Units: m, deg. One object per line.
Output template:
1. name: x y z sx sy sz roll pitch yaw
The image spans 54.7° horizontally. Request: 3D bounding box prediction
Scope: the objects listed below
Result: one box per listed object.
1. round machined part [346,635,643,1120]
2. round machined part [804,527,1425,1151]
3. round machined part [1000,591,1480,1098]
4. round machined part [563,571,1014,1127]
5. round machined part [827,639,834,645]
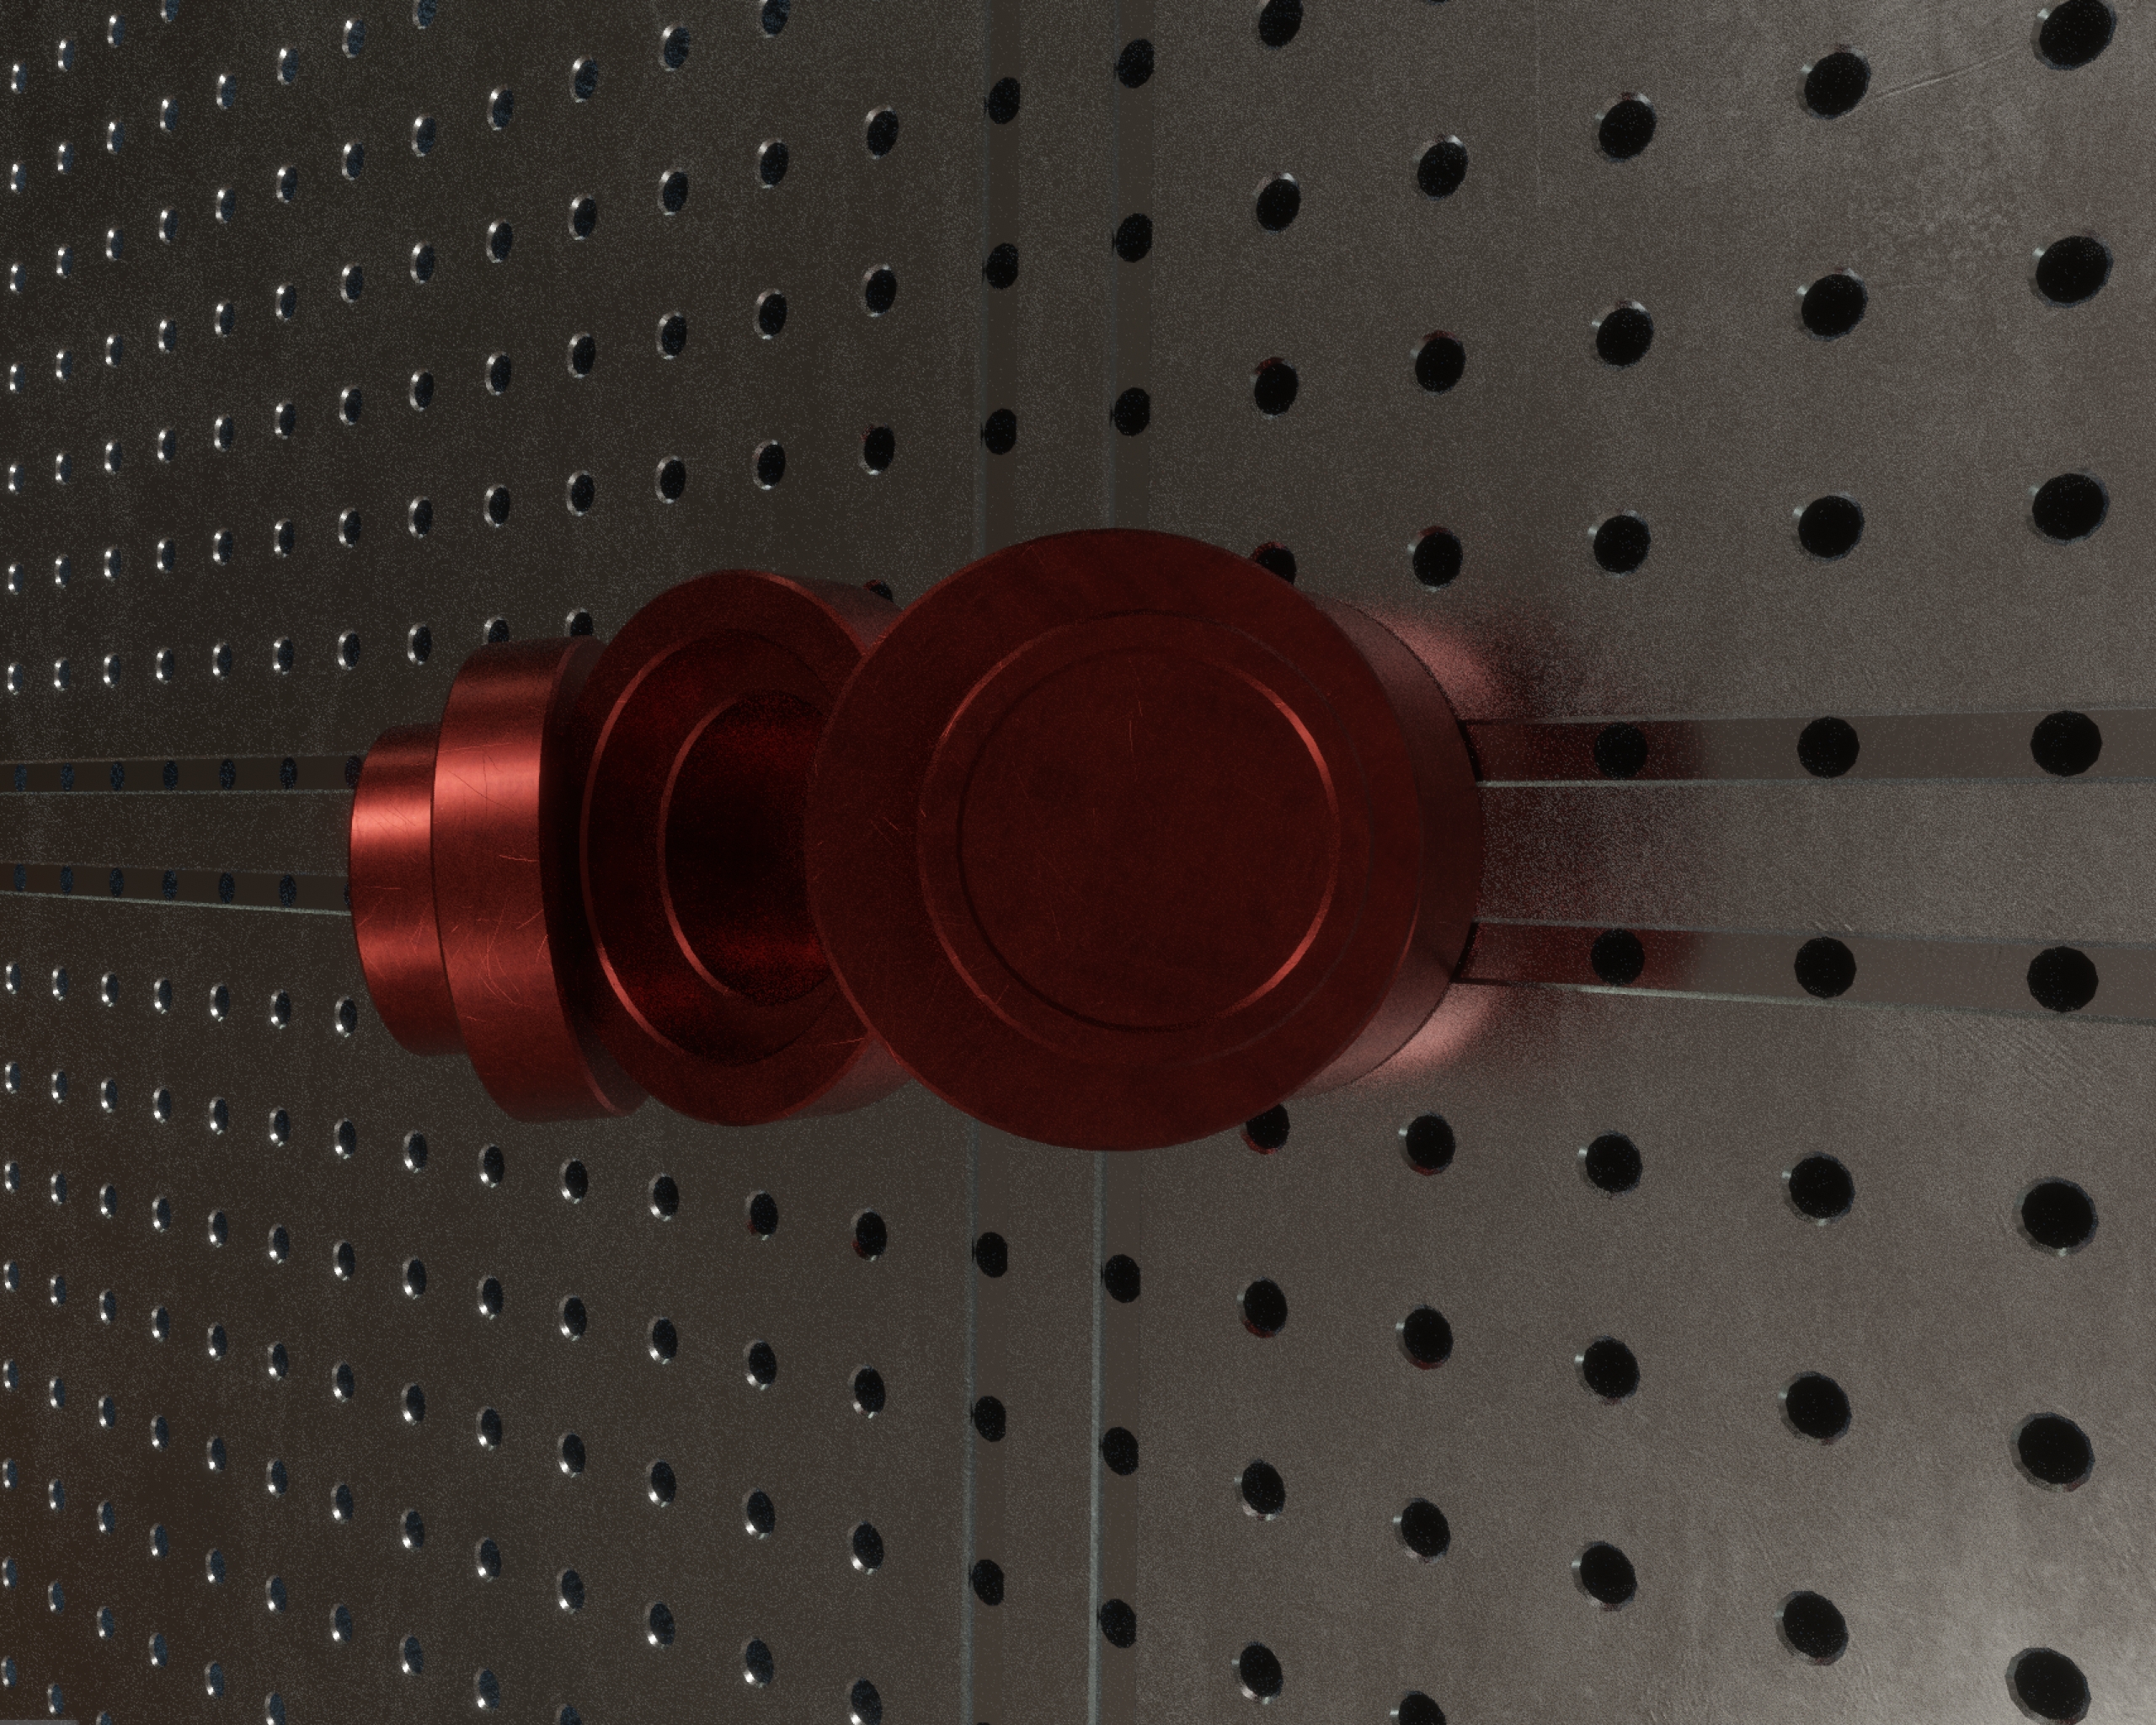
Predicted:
1. round machined part: -0.115 0.004 0.424 0.042 0.098 0.097 -4 87 2
2. round machined part: 0.007 -0.004 0.324 0.042 0.099 0.097 -179 89 -80
3. round machined part: 0.020 -0.003 0.380 0.098 0.042 0.097 0 90 39
4. round machined part: -0.049 -0.003 0.381 0.098 0.042 0.097 0 90 39
5. round machined part: -0.056 -0.004 0.442 0.098 0.042 0.097 0 90 39
